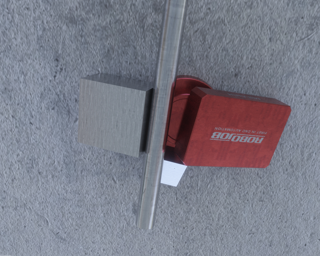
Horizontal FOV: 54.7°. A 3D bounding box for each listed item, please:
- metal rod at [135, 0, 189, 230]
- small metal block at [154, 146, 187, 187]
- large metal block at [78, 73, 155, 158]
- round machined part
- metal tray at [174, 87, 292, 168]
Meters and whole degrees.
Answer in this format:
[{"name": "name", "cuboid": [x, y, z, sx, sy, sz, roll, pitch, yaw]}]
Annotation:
[{"name": "metal rod", "cuboid": [0.000, -0.015, 0.361, 0.025, 0.025, 0.298, 7, 108, -3]}, {"name": "small metal block", "cuboid": [0.006, 0.050, 0.419, 0.050, 0.025, 0.050, 15, 135, -5]}, {"name": "large metal block", "cuboid": [-0.050, -0.018, 0.379, 0.080, 0.050, 0.079, 13, 111, 14]}, {"name": "round machined part", "cuboid": [0.031, -0.015, 0.396, 0.099, 0.042, 0.097, 0, 110, 0]}, {"name": "metal tray", "cuboid": [0.091, 0.003, 0.387, 0.131, 0.030, 0.089, 5, 112, -24]}]
